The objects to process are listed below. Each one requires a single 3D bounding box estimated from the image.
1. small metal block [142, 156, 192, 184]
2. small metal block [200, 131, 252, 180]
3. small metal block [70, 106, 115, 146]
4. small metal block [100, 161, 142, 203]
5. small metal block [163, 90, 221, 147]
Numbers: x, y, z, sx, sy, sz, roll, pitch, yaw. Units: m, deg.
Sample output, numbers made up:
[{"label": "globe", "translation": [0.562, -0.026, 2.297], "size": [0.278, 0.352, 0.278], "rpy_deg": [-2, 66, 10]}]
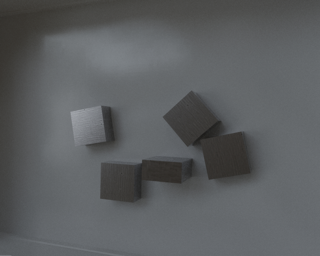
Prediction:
[{"label": "small metal block", "translation": [0.010, 0.052, 0.393], "size": [0.050, 0.050, 0.025], "rpy_deg": [2, 91, 19]}, {"label": "small metal block", "translation": [0.082, 0.033, 0.381], "size": [0.050, 0.025, 0.050], "rpy_deg": [-13, 86, 19]}, {"label": "small metal block", "translation": [-0.096, -0.002, 0.443], "size": [0.050, 0.025, 0.050], "rpy_deg": [-9, 87, 19]}, {"label": "small metal block", "translation": [-0.054, 0.073, 0.428], "size": [0.050, 0.025, 0.050], "rpy_deg": [2, 91, 19]}, {"label": "small metal block", "translation": [0.041, -0.012, 0.396], "size": [0.050, 0.025, 0.050], "rpy_deg": [-43, 77, 14]}]
